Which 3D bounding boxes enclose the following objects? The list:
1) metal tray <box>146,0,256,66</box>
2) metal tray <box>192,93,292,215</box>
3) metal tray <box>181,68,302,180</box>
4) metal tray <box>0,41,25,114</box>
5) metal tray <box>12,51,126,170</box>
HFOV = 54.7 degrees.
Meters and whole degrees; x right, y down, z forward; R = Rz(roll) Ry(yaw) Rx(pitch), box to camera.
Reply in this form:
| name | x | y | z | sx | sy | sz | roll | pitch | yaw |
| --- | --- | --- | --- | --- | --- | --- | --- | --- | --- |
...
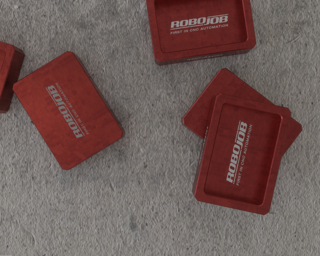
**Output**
| name | x | y | z | sx | sy | sz | roll | pitch | yaw |
| --- | --- | --- | --- | --- | --- | --- | --- | --- | --- |
| metal tray | 0.052 | -0.137 | 0.407 | 0.131 | 0.030 | 0.089 | -8 | 90 | 0 |
| metal tray | 0.097 | 0.031 | 0.377 | 0.091 | 0.030 | 0.129 | 12 | 90 | 0 |
| metal tray | 0.105 | -0.005 | 0.408 | 0.130 | 0.030 | 0.090 | 37 | 90 | 0 |
| metal tray | -0.257 | -0.079 | 0.405 | 0.131 | 0.030 | 0.090 | 16 | 90 | 0 |
| metal tray | -0.117 | -0.022 | 0.406 | 0.090 | 0.030 | 0.130 | -32 | 90 | 0 |
